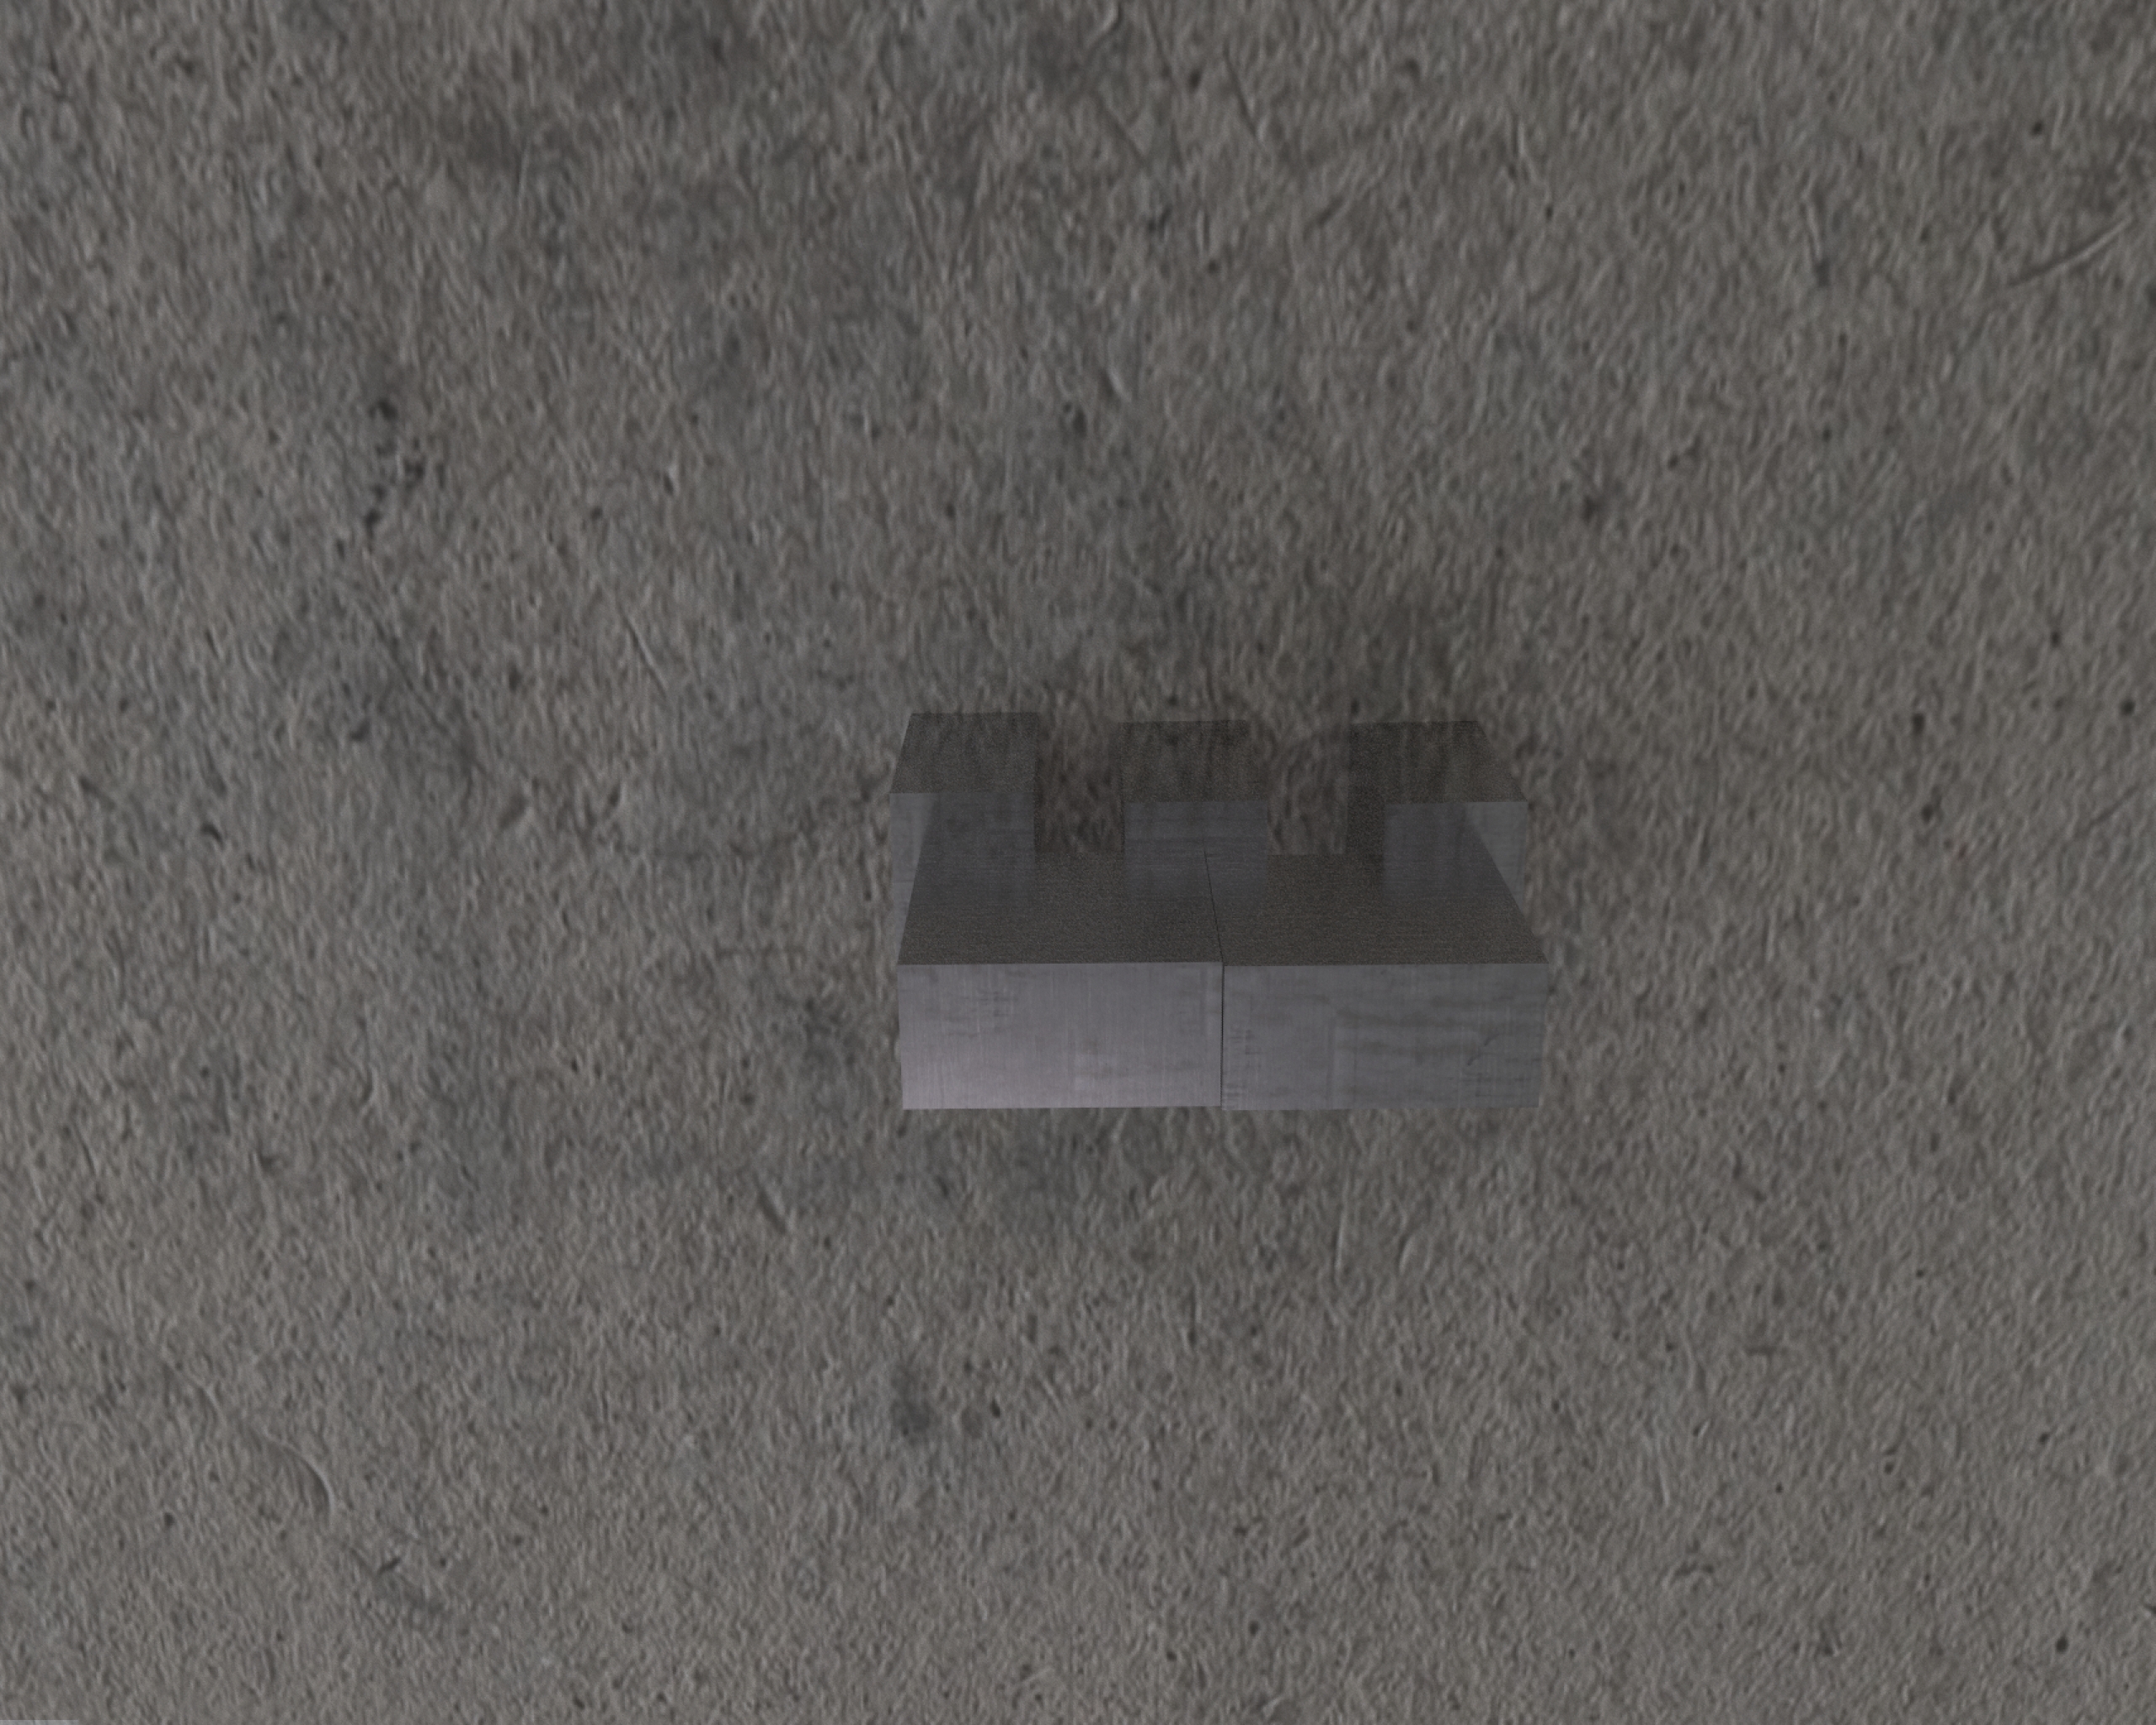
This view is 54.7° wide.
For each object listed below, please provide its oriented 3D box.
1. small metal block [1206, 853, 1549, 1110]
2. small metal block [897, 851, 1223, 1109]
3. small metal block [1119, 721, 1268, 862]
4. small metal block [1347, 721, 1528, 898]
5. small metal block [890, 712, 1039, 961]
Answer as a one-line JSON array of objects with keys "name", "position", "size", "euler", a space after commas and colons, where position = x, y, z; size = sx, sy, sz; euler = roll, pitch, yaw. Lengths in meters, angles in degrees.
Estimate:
[{"name": "small metal block", "position": [0.048, 0.019, 0.350], "size": [0.050, 0.050, 0.025], "euler": [0, 110, 0]}, {"name": "small metal block", "position": [-0.003, 0.019, 0.350], "size": [0.050, 0.050, 0.025], "euler": [0, 110, 0]}, {"name": "small metal block", "position": [0.021, 0.004, 0.398], "size": [0.025, 0.050, 0.050], "euler": [-1, 110, 0]}, {"name": "small metal block", "position": [0.067, 0.004, 0.398], "size": [0.025, 0.050, 0.050], "euler": [-1, 110, 0]}, {"name": "small metal block", "position": [-0.020, 0.002, 0.397], "size": [0.025, 0.050, 0.050], "euler": [-1, 110, 0]}]
